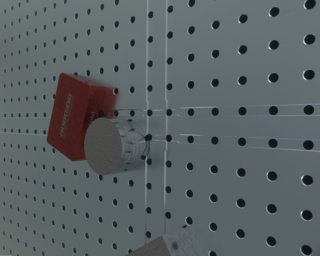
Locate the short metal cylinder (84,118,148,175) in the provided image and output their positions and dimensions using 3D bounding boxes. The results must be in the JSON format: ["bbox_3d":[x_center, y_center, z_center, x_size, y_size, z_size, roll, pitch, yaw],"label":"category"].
[{"bbox_3d":[-0.064,0.025,0.446,0.080,0.050,0.079,0,90,40],"label":"short metal cylinder"}]

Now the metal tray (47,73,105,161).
[{"bbox_3d":[-0.146,-0.020,0.527,0.090,0.030,0.129,26,106,37],"label":"metal tray"}]

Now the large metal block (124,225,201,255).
[{"bbox_3d":[0.009,0.179,0.385,0.080,0.050,0.080,-40,66,32],"label":"large metal block"}]
